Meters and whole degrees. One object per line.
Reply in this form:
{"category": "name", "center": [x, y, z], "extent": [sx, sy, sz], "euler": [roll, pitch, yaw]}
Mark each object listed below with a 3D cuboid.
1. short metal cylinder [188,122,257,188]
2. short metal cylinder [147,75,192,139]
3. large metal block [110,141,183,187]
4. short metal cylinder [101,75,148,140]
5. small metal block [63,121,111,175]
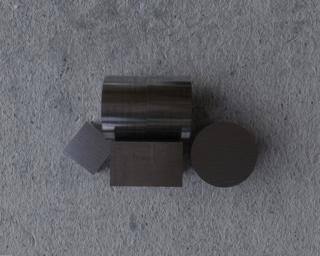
{"category": "short metal cylinder", "center": [0.077, 0.032, 0.399], "extent": [0.081, 0.050, 0.079], "euler": [0, 90, 0]}
{"category": "short metal cylinder", "center": [0.010, -0.025, 0.384], "extent": [0.050, 0.080, 0.079], "euler": [1, 90, 0]}
{"category": "large metal block", "center": [-0.015, 0.040, 0.384], "extent": [0.081, 0.080, 0.050], "euler": [1, 90, 0]}
{"category": "short metal cylinder", "center": [-0.040, -0.025, 0.384], "extent": [0.050, 0.080, 0.079], "euler": [1, 90, 0]}
{"category": "small metal block", "center": [-0.090, 0.026, 0.411], "extent": [0.050, 0.025, 0.050], "euler": [38, 90, 0]}
